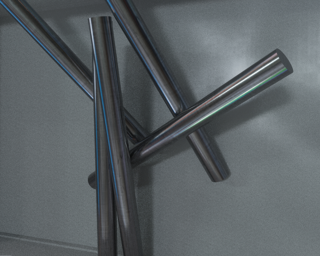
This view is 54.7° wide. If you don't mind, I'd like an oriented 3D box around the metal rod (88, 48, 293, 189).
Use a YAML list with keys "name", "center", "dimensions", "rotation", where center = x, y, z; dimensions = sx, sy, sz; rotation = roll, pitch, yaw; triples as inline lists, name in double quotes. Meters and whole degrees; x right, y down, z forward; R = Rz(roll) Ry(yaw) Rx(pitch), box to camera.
- name: "metal rod"
  center: [0.007, 0.009, 0.354]
  dimensions: [0.299, 0.025, 0.025]
  rotation: [-34, 79, 37]

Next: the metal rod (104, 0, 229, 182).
- name: "metal rod"
  center: [-0.001, -0.063, 0.346]
  dimensions: [0.025, 0.025, 0.299]
  rotation: [-26, 106, 18]

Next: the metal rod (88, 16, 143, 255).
- name: "metal rod"
  center: [-0.049, 0.026, 0.365]
  dimensions: [0.025, 0.025, 0.298]
  rotation: [-1, 104, 19]

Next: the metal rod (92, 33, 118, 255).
- name: "metal rod"
  center: [-0.068, 0.022, 0.383]
  dimensions: [0.025, 0.025, 0.298]
  rotation: [3, 98, 19]

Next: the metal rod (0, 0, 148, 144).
- name: "metal rod"
  center: [-0.119, -0.088, 0.384]
  dimensions: [0.025, 0.025, 0.300]
  rotation: [-38, 104, 16]
